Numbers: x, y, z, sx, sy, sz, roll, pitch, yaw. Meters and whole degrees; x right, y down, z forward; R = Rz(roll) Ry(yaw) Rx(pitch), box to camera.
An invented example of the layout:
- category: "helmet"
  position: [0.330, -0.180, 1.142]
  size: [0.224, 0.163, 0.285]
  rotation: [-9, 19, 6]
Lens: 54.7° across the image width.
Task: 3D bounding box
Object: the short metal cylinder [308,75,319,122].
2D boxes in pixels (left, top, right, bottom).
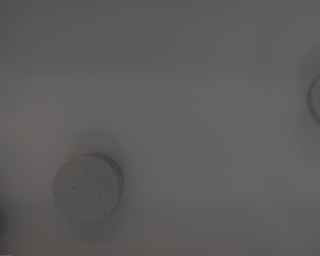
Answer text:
- category: "short metal cylinder"
  position: [0.232, -0.039, 0.388]
  size: [0.080, 0.050, 0.079]
  rotation: [0, 91, 20]

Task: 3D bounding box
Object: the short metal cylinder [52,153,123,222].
- category: "short metal cylinder"
  position: [-0.090, 0.074, 0.398]
  size: [0.081, 0.050, 0.080]
  rotation: [0, 90, 0]
